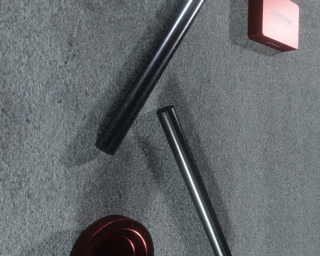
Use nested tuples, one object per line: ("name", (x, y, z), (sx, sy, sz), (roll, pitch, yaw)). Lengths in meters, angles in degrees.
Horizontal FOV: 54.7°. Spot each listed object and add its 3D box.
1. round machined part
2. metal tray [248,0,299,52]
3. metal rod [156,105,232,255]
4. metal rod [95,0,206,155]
("round machined part", (-0.058, 0.146, 0.347), (0.099, 0.042, 0.097), (0, 90, -40))
("metal tray", (0.217, -0.202, 0.587), (0.131, 0.030, 0.089), (3, 88, -40))
("metal rod", (0.061, 0.106, 0.458), (0.025, 0.025, 0.299), (-36, 112, -35))
("metal rod", (0.004, -0.097, 0.409), (0.025, 0.025, 0.300), (43, 64, -32))
